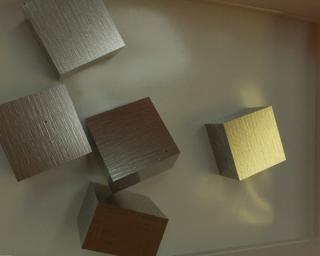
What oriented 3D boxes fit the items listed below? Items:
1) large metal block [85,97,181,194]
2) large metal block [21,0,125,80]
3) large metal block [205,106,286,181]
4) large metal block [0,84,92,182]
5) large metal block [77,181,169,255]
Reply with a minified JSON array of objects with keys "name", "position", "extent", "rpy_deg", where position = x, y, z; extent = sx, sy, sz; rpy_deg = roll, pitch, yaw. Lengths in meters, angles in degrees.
[{"name":"large metal block","position":[-0.034,0.020,0.367],"extent":[0.081,0.050,0.080],"rpy_deg":[-21,68,-19]},{"name":"large metal block","position":[-0.100,-0.111,0.360],"extent":[0.080,0.050,0.080],"rpy_deg":[-30,100,-18]},{"name":"large metal block","position":[0.121,0.019,0.442],"extent":[0.081,0.050,0.080],"rpy_deg":[-19,97,-19]},{"name":"large metal block","position":[-0.133,0.004,0.348],"extent":[0.081,0.050,0.080],"rpy_deg":[-23,98,-19]},{"name":"large metal block","position":[-0.047,0.107,0.362],"extent":[0.080,0.080,0.050],"rpy_deg":[20,89,-19]}]
